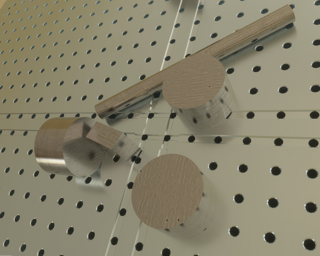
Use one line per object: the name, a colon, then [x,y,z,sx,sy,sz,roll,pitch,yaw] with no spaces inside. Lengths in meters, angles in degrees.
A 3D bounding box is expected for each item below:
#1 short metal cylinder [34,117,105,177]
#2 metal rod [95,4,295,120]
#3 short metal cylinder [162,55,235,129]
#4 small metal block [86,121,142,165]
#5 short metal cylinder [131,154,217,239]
short metal cylinder: [-0.120,0.025,0.421,0.050,0.080,0.080,1,62,29]
metal rod: [0.041,-0.088,0.440,0.300,0.025,0.025,-26,53,12]
short metal cylinder: [0.050,-0.046,0.394,0.080,0.050,0.080,-13,56,21]
small metal block: [-0.061,0.020,0.412,0.050,0.050,0.025,21,73,36]
short metal cylinder: [0.016,0.075,0.338,0.080,0.050,0.080,-13,56,21]
